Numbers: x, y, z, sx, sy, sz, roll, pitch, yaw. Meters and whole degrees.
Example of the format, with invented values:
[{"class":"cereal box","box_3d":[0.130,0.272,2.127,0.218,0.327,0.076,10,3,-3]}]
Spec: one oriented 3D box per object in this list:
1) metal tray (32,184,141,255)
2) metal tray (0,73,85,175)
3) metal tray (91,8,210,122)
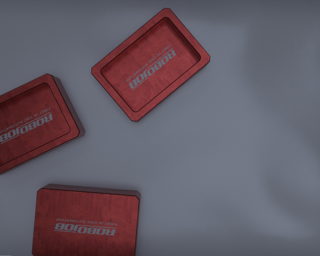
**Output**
[{"class":"metal tray","box_3d":[-0.094,0.126,0.408,0.131,0.030,0.089,5,90,-1]},{"class":"metal tray","box_3d":[-0.178,-0.003,0.406,0.131,0.030,0.090,-26,90,-1]},{"class":"metal tray","box_3d":[-0.012,-0.081,0.408,0.130,0.030,0.090,-40,91,-1]}]
